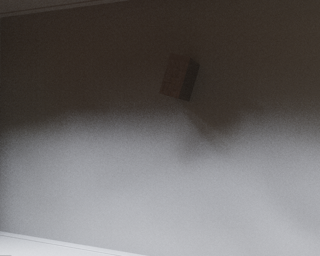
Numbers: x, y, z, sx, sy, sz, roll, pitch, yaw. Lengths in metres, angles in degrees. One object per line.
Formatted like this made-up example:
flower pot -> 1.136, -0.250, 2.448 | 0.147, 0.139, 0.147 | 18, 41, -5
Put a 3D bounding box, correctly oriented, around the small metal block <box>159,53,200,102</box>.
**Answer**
small metal block -> 0.026, -0.062, 0.388 | 0.025, 0.050, 0.050 | 18, 96, 19
